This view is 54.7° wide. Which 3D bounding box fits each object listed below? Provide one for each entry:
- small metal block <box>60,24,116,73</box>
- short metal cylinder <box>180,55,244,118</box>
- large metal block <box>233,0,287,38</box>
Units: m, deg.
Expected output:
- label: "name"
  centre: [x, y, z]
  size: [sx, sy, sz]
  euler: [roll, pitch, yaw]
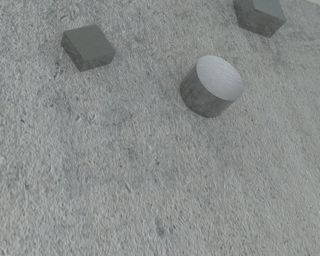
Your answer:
- label: "small metal block"
  centre: [-0.096, -0.108, 0.418]
  size: [0.050, 0.025, 0.050]
  euler: [-28, 77, -37]
- label: "short metal cylinder"
  centre: [0.077, -0.062, 0.467]
  size: [0.081, 0.050, 0.080]
  euler: [14, 56, -21]
- label: "large metal block"
  centre: [0.207, -0.245, 0.649]
  size: [0.081, 0.050, 0.080]
  euler: [11, 57, -23]
